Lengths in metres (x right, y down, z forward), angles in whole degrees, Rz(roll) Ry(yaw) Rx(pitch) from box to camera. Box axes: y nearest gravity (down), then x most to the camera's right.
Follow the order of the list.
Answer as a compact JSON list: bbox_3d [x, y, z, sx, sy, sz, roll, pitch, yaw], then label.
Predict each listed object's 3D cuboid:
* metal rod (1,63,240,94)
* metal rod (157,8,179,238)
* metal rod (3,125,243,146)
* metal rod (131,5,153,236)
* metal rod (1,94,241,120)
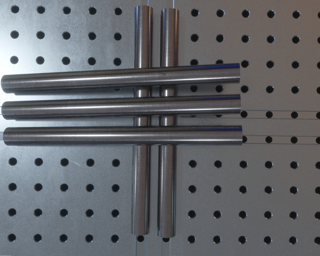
[{"bbox_3d":[-0.054,-0.062,0.392,0.302,0.025,0.025,-1,90,7],"label":"metal rod"},{"bbox_3d":[0.011,-0.006,0.414,0.025,0.025,0.298,1,90,-1],"label":"metal rod"},{"bbox_3d":[-0.052,0.010,0.392,0.302,0.025,0.025,0,90,8],"label":"metal rod"},{"bbox_3d":[-0.024,-0.010,0.413,0.025,0.025,0.298,1,90,-1],"label":"metal rod"},{"bbox_3d":[-0.054,-0.026,0.392,0.302,0.025,0.025,-1,90,7],"label":"metal rod"}]
